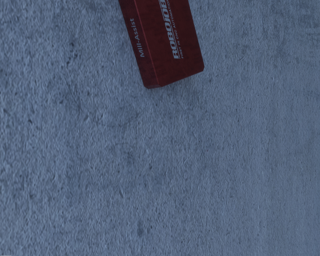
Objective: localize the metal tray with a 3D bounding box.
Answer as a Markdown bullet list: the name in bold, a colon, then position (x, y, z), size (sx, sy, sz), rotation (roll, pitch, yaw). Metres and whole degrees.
- **metal tray**: position (0.005, -0.126, 0.405), size (0.091, 0.030, 0.129), rotation (-27, 107, -37)
